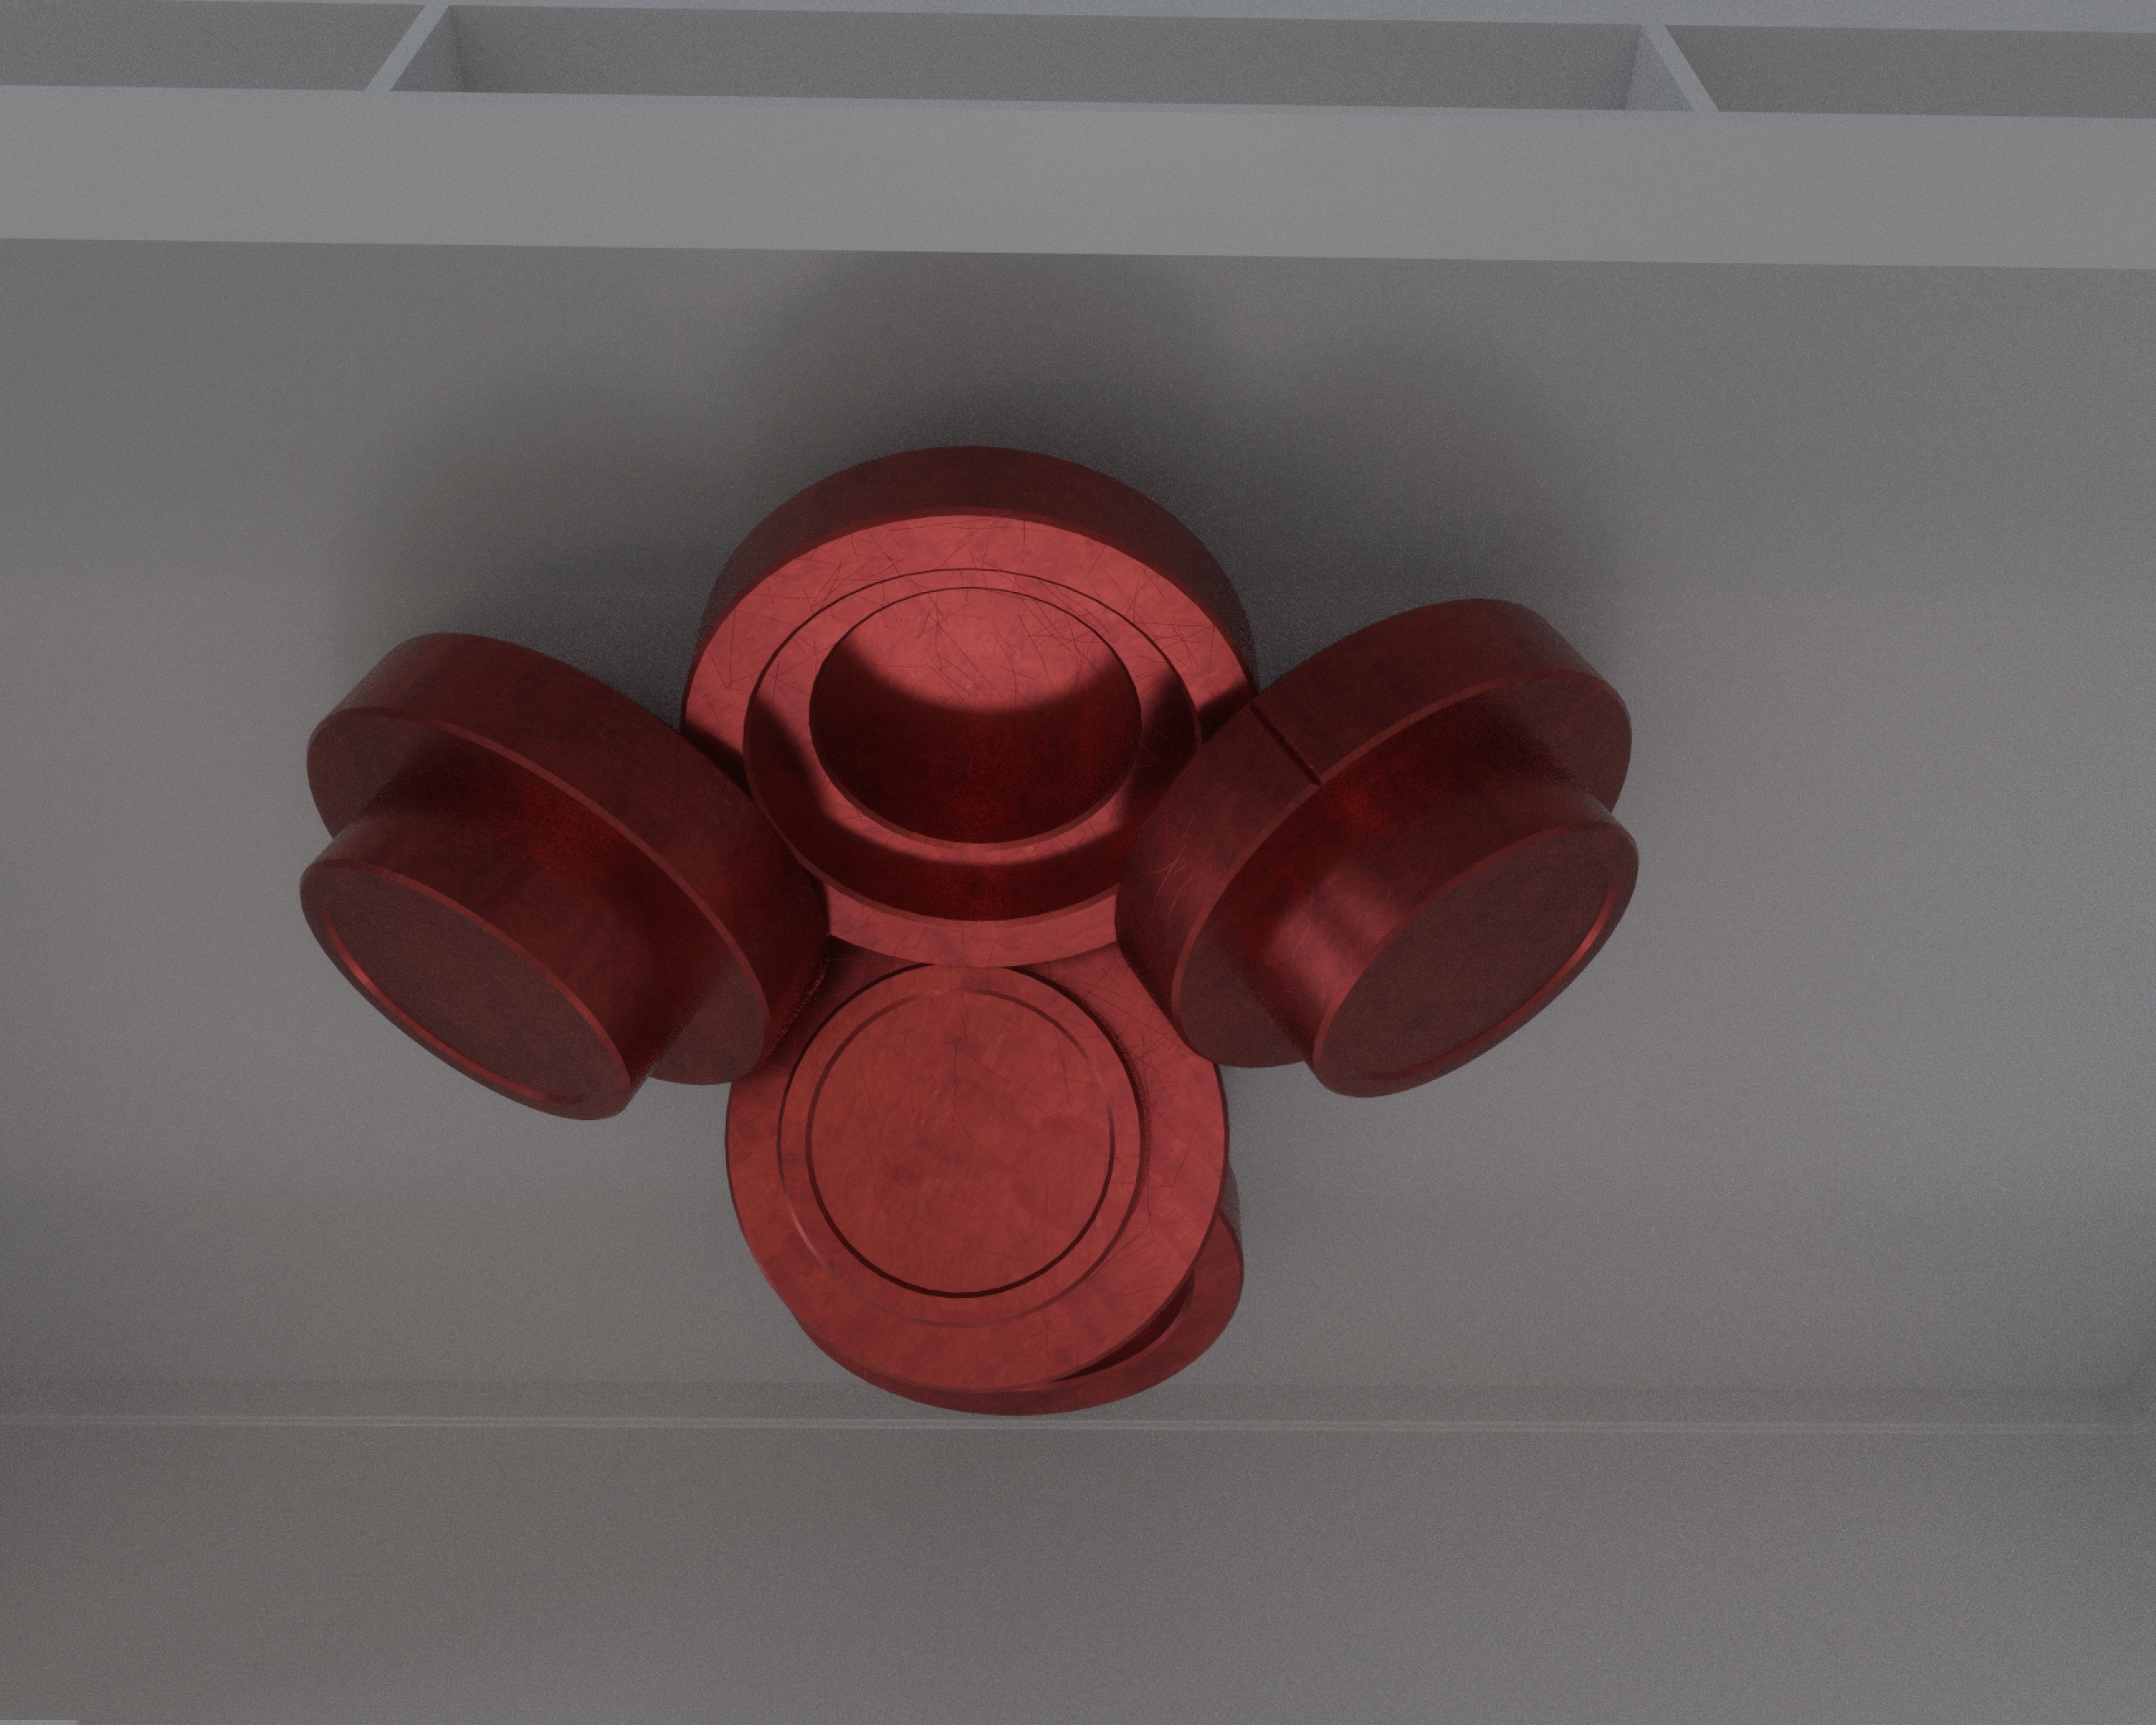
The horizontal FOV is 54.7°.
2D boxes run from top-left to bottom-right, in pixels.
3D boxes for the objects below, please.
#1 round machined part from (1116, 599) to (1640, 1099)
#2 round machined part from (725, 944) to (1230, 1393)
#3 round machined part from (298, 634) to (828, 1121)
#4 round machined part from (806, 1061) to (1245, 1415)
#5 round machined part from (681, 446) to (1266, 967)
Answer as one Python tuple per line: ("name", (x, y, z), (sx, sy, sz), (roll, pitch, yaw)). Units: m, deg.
("round machined part", (0.059, 0.004, 0.370), (0.099, 0.042, 0.097), (-25, 146, -18))
("round machined part", (-0.020, 0.053, 0.403), (0.099, 0.097, 0.042), (-5, 174, 4))
("round machined part", (-0.098, 0.009, 0.374), (0.098, 0.042, 0.097), (22, 146, 16))
("round machined part", (-0.014, 0.076, 0.459), (0.099, 0.042, 0.097), (0, 130, 0))
("round machined part", (-0.018, -0.031, 0.368), (0.099, 0.042, 0.097), (0, 130, 0))
